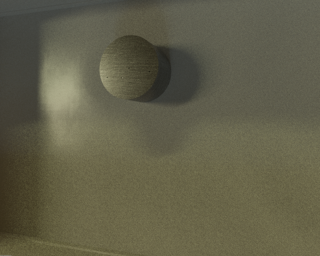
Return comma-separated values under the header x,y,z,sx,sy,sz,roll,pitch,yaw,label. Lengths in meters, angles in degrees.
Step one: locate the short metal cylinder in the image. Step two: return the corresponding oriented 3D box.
x,y,z,sx,sy,sz,roll,pitch,yaw,label
-0.031,-0.075,0.407,0.080,0.050,0.079,0,90,19,short metal cylinder
